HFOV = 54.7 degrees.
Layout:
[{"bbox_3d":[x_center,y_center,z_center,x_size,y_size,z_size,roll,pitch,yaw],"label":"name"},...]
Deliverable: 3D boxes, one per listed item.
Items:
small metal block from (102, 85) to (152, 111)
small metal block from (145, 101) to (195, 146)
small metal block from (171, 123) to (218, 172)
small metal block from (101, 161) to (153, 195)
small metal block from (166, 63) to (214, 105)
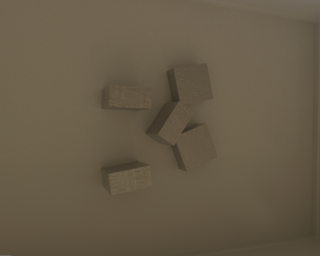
[{"bbox_3d":[-0.042,-0.036,0.382,0.050,0.050,0.025,2,90,-20],"label":"small metal block"},{"bbox_3d":[0.012,-0.006,0.403,0.025,0.050,0.050,36,78,-17],"label":"small metal block"},{"bbox_3d":[0.045,0.026,0.429,0.050,0.025,0.050,-23,98,-19],"label":"small metal block"},{"bbox_3d":[-0.042,0.060,0.383,0.050,0.050,0.025,-9,94,-20],"label":"small metal block"},{"bbox_3d":[0.041,-0.059,0.427,0.050,0.025,0.050,-13,95,-20],"label":"small metal block"}]
